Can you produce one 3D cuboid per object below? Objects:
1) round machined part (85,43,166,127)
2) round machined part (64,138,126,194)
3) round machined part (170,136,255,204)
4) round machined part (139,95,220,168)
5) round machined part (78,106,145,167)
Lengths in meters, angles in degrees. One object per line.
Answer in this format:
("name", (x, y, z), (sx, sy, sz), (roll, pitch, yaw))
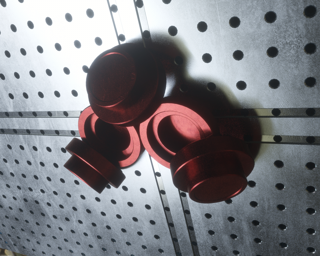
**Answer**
("round machined part", (-0.046, -0.052, 0.357), (0.098, 0.042, 0.098), (-5, 78, 26))
("round machined part", (-0.102, 0.061, 0.460), (0.098, 0.042, 0.098), (34, 163, 12))
("round machined part", (0.064, 0.055, 0.365), (0.099, 0.042, 0.097), (-7, 142, -5))
("round machined part", (0.027, 0.004, 0.387), (0.098, 0.042, 0.097), (13, 124, 20))
("round machined part", (-0.061, 0.003, 0.431), (0.098, 0.042, 0.097), (13, 124, 20))
